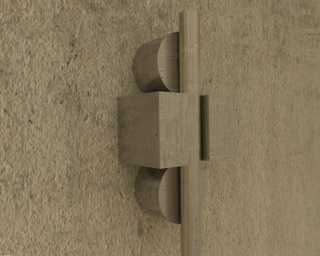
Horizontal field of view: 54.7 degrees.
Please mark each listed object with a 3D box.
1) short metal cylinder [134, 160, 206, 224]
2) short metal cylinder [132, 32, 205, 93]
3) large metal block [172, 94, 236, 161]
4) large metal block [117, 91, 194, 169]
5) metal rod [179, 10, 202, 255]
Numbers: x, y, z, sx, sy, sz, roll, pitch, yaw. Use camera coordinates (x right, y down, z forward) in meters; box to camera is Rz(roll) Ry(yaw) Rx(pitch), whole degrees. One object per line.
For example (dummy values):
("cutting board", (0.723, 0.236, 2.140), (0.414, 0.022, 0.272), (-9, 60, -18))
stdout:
("short metal cylinder", (0.013, 0.078, 0.402), (0.081, 0.050, 0.080), (0, 89, -40))
("short metal cylinder", (0.012, -0.078, 0.399), (0.081, 0.050, 0.080), (0, 89, -40))
("large metal block", (0.052, -0.001, 0.413), (0.050, 0.080, 0.080), (-1, 91, -40))
("large metal block", (-0.007, 0.002, 0.364), (0.050, 0.080, 0.080), (-1, 91, -40))
("metal rod", (0.036, 0.013, 0.371), (0.025, 0.025, 0.298), (-1, 90, -40))
